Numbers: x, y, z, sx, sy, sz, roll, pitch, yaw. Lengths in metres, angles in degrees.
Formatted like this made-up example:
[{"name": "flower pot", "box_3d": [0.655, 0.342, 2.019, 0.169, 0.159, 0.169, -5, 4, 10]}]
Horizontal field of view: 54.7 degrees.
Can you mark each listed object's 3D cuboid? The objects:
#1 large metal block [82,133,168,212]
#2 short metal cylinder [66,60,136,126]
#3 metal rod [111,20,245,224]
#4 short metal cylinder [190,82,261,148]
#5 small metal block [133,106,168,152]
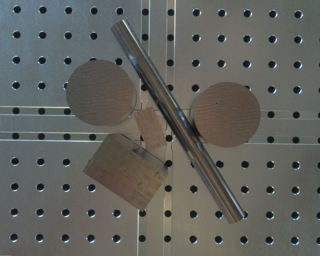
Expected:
[{"name": "large metal block", "box_3d": [-0.038, 0.050, 0.381, 0.080, 0.080, 0.050, 34, 91, 0]}, {"name": "short metal cylinder", "box_3d": [-0.073, -0.042, 0.396, 0.081, 0.050, 0.079, 0, 90, 0]}, {"name": "metal rod", "box_3d": [0.024, -0.008, 0.410, 0.025, 0.025, 0.299, -31, 90, 0]}, {"name": "short metal cylinder", "box_3d": [0.081, -0.016, 0.398, 0.081, 0.050, 0.079, 0, 90, 0]}, {"name": "small metal block", "box_3d": [-0.012, 0.001, 0.397, 0.025, 0.050, 0.050, -21, 90, 0]}]
